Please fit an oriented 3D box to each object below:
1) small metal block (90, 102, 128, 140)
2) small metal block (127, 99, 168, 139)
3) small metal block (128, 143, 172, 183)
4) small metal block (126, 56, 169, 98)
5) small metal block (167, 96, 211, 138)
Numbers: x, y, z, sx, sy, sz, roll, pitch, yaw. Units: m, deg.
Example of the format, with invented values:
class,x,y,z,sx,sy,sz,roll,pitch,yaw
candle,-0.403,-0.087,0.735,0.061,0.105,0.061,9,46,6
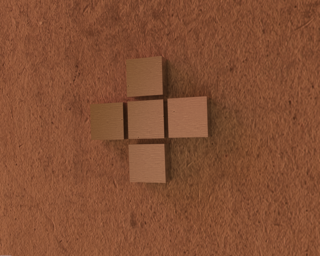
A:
class,x,y,z,sx,sy,sz,roll,pitch,yaw
small metal block,-0.068,-0.009,0.433,0.050,0.025,0.050,-2,89,19
small metal block,-0.015,-0.011,0.415,0.050,0.025,0.050,-2,89,19
small metal block,-0.013,0.046,0.414,0.050,0.025,0.050,-2,89,19
small metal block,-0.017,-0.067,0.415,0.050,0.025,0.050,-2,89,19
small metal block,0.038,-0.013,0.396,0.050,0.025,0.050,-2,89,19
